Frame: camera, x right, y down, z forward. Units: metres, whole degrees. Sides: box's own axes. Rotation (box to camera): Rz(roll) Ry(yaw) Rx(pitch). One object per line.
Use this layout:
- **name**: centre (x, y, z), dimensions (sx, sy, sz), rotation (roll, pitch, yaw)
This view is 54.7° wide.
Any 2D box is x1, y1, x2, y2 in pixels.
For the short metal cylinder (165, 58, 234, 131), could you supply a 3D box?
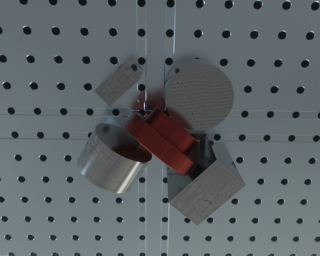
- **short metal cylinder**: centre (0.046, -0.043, 0.384), dimensions (0.081, 0.050, 0.079), rotation (0, 110, -1)

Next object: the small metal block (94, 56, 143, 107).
- **small metal block**: centre (-0.049, -0.058, 0.378), dimensions (0.050, 0.050, 0.025), rotation (-40, 106, 13)

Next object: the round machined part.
- **round machined part**: centre (0.008, 0.011, 0.379), dimensions (0.098, 0.098, 0.042), rotation (39, 93, -14)

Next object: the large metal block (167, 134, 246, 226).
- **large metal block**: centre (0.056, 0.066, 0.410), dimensions (0.050, 0.080, 0.080), rotation (42, 105, -14)

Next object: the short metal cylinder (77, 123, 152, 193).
- **short metal cylinder**: centre (-0.058, 0.037, 0.397), dimensions (0.080, 0.080, 0.050), rotation (29, 107, -11)
